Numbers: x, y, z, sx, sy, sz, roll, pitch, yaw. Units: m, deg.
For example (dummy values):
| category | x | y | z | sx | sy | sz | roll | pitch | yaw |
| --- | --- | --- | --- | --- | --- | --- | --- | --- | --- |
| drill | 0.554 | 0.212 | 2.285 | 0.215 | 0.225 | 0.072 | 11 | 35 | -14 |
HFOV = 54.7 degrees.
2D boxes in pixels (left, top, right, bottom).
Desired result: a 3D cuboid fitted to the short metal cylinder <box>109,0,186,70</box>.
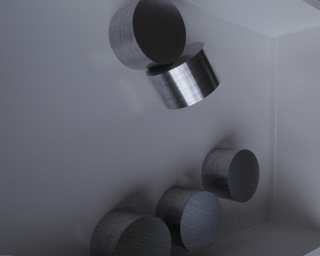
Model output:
| category | x | y | z | sx | sy | sz | roll | pitch | yaw |
| --- | --- | --- | --- | --- | --- | --- | --- | --- | --- |
| short metal cylinder | -0.015 | -0.114 | 0.378 | 0.081 | 0.050 | 0.080 | 0 | 90 | -40 |

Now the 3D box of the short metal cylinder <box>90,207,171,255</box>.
| category | x | y | z | sx | sy | sz | roll | pitch | yaw |
| --- | --- | --- | --- | --- | --- | --- | --- | --- | --- |
| short metal cylinder | -0.034 | 0.138 | 0.362 | 0.081 | 0.050 | 0.080 | 0 | 90 | -40 |

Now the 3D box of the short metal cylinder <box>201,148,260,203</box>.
| category | x | y | z | sx | sy | sz | roll | pitch | yaw |
| --- | --- | --- | --- | --- | --- | --- | --- | --- | --- |
| short metal cylinder | 0.110 | 0.072 | 0.483 | 0.081 | 0.050 | 0.080 | 0 | 90 | -40 |

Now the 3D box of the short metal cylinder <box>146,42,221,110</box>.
| category | x | y | z | sx | sy | sz | roll | pitch | yaw |
| --- | --- | --- | --- | --- | --- | --- | --- | --- | --- |
| short metal cylinder | 0.030 | -0.067 | 0.395 | 0.080 | 0.080 | 0.050 | -46 | 118 | -30 |

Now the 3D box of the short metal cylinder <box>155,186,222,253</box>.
| category | x | y | z | sx | sy | sz | roll | pitch | yaw |
| --- | --- | --- | --- | --- | --- | --- | --- | --- | --- |
| short metal cylinder | 0.040 | 0.123 | 0.424 | 0.081 | 0.050 | 0.080 | 0 | 90 | -40 |
